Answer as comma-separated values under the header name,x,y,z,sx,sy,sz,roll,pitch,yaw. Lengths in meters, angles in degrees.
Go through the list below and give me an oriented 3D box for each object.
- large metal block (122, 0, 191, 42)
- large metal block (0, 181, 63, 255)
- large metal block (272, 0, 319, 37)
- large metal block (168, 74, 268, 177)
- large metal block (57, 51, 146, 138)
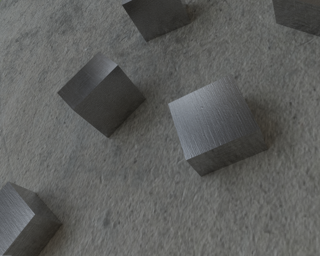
name,x,y,z,sx,sy,sz,roll,pitch,yaw
large metal block,-0.005,-0.195,0.490,0.080,0.080,0.050,-18,55,17
large metal block,-0.190,0.130,0.405,0.080,0.050,0.080,30,78,37
large metal block,0.201,-0.166,0.384,0.080,0.050,0.080,-48,52,-6
large metal block,0.064,-0.002,0.355,0.080,0.050,0.080,-25,53,12
large metal block,-0.079,-0.045,0.436,0.080,0.080,0.050,-47,52,-5
